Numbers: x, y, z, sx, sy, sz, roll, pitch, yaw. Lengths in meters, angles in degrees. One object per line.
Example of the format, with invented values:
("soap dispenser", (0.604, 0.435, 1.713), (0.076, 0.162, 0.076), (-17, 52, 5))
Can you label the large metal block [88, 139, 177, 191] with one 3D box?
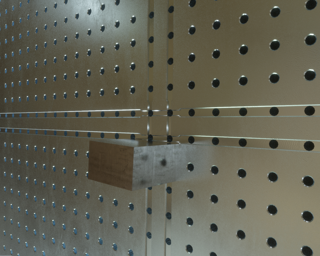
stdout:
("large metal block", (-0.035, 0.043, 0.404), (0.080, 0.081, 0.050), (5, 93, 40))
